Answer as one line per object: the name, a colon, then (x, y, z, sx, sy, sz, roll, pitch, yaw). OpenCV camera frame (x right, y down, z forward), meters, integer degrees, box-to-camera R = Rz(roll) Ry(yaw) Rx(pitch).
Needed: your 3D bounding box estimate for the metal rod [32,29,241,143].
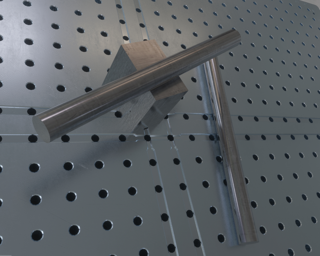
metal rod: (0.003, -0.063, 0.345, 0.302, 0.025, 0.025, -33, 80, -38)

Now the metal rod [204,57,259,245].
metal rod: (0.097, 0.011, 0.453, 0.025, 0.025, 0.299, 9, 58, -24)

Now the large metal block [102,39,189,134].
large metal block: (-0.022, -0.052, 0.393, 0.050, 0.080, 0.080, -21, 73, -36)
